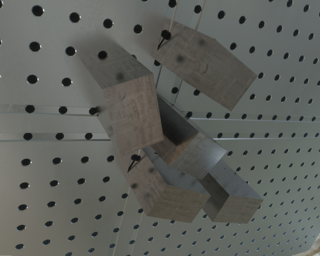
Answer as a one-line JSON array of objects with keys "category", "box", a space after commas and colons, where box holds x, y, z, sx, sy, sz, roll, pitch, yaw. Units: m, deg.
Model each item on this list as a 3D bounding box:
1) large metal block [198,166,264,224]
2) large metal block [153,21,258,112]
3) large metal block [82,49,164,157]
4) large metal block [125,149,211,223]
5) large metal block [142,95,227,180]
[{"category": "large metal block", "box": [0.103, 0.106, 0.500, 0.081, 0.080, 0.050, 15, 111, -35]}, {"category": "large metal block", "box": [0.051, -0.072, 0.361, 0.080, 0.080, 0.050, 26, 104, -38]}, {"category": "large metal block", "box": [-0.040, -0.030, 0.336, 0.050, 0.080, 0.079, -21, 127, -16]}, {"category": "large metal block", "box": [0.009, 0.081, 0.433, 0.080, 0.080, 0.050, 22, 107, -37]}, {"category": "large metal block", "box": [0.026, 0.013, 0.390, 0.050, 0.080, 0.080, -51, 142, 7]}]
